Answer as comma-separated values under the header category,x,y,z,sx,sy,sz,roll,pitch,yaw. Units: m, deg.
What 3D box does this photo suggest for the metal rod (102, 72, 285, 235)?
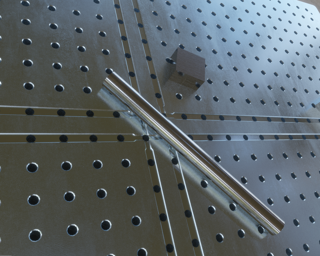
category,x,y,z,sx,sy,sz,roll,pitch,yaw
metal rod,0.044,0.034,0.412,0.300,0.025,0.025,41,51,0

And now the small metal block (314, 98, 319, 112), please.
category,x,y,z,sx,sy,sz,roll,pitch,yaw
small metal block,0.347,-0.043,0.625,0.050,0.025,0.050,49,51,5

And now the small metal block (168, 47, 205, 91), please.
category,x,y,z,sx,sy,sz,roll,pitch,yaw
small metal block,0.043,-0.094,0.491,0.050,0.025,0.050,18,54,-18
